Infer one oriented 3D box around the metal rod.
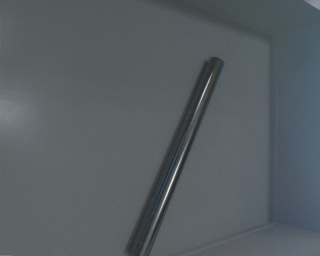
[{"bbox_3d":[0.030,0.028,0.430,0.025,0.025,0.300,37,68,-34],"label":"metal rod"}]
